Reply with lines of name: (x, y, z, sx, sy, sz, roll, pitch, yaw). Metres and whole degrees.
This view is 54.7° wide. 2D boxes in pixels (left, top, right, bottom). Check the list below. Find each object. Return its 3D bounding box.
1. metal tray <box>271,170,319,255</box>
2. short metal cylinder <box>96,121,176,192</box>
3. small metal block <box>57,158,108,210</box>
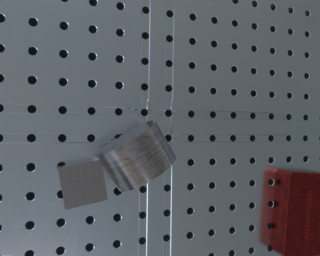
metal tray: (0.227, 0.134, 0.494, 0.091, 0.030, 0.129, 6, 88, -20)
short metal cylinder: (-0.028, 0.032, 0.373, 0.080, 0.080, 0.050, -32, 101, -17)
small metal block: (-0.095, 0.067, 0.378, 0.050, 0.025, 0.050, -10, 93, -20)
